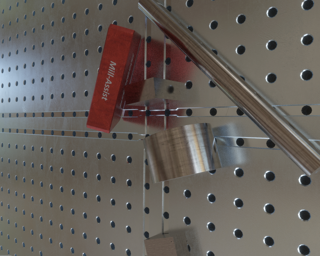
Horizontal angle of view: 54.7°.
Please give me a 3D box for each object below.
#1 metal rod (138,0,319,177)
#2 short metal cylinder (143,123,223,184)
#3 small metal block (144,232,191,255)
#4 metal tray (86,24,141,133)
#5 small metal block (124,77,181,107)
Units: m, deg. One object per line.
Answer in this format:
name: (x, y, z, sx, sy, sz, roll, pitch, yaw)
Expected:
metal rod: (0.064, -0.067, 0.354, 0.300, 0.025, 0.025, 51, 120, 27)
short metal cylinder: (0.025, 0.030, 0.351, 0.080, 0.081, 0.050, -21, 77, 38)
small metal block: (0.011, 0.164, 0.399, 0.050, 0.025, 0.050, -22, 76, 37)
metal tray: (-0.059, -0.066, 0.414, 0.030, 0.090, 0.129, 16, 103, -2)
small metal block: (-0.010, -0.045, 0.399, 0.050, 0.050, 0.025, -9, 85, 39)
